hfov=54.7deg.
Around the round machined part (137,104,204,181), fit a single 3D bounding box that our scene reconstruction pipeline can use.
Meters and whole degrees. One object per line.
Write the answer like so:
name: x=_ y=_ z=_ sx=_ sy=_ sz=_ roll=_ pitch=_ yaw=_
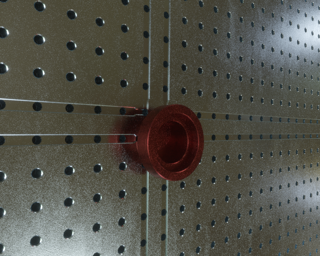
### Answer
round machined part: x=0.010 y=0.018 z=0.408 sx=0.099 sy=0.042 sz=0.097 roll=0 pitch=90 yaw=-40
